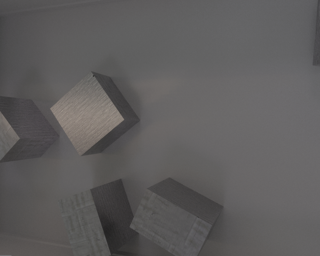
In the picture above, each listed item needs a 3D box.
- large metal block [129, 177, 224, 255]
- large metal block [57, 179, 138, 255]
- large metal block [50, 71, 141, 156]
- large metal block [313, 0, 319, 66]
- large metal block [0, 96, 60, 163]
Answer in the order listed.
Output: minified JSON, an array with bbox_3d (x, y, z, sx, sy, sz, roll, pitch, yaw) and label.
[{"bbox_3d":[0.023,0.106,0.373,0.080,0.080,0.050,26,99,18],"label":"large metal block"},{"bbox_3d":[-0.078,0.119,0.409,0.050,0.080,0.080,-22,83,19],"label":"large metal block"},{"bbox_3d":[-0.089,-0.019,0.429,0.080,0.050,0.080,-39,78,16],"label":"large metal block"},{"bbox_3d":[0.203,-0.104,0.302,0.050,0.080,0.079,4,92,-16],"label":"large metal block"},{"bbox_3d":[-0.212,0.001,0.456,0.050,0.080,0.080,-44,76,15],"label":"large metal block"}]
